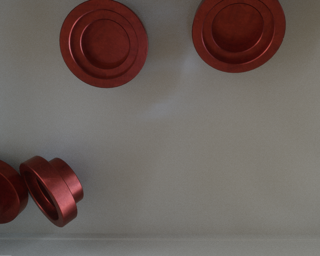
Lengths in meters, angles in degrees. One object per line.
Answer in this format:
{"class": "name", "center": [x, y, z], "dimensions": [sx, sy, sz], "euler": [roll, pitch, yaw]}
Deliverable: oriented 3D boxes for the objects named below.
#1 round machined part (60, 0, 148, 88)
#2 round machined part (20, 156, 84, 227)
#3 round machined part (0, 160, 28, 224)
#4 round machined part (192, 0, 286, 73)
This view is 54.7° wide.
{"class": "round machined part", "center": [-0.063, -0.099, 0.365], "dimensions": [0.099, 0.042, 0.097], "euler": [0, 110, -1]}
{"class": "round machined part", "center": [-0.139, 0.079, 0.411], "dimensions": [0.098, 0.042, 0.097], "euler": [28, 134, 33]}
{"class": "round machined part", "center": [-0.236, 0.092, 0.421], "dimensions": [0.098, 0.042, 0.097], "euler": [5, 113, 12]}
{"class": "round machined part", "center": [0.087, -0.115, 0.351], "dimensions": [0.099, 0.042, 0.097], "euler": [5, 128, 7]}
